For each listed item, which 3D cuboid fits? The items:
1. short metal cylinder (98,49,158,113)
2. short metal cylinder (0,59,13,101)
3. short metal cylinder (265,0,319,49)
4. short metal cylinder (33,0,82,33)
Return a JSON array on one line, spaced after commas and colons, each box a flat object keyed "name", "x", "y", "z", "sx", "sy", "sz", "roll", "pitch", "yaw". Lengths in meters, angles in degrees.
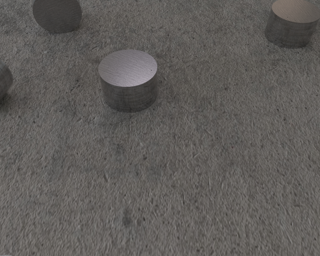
[{"name": "short metal cylinder", "x": -0.044, "y": -0.068, "z": 0.443, "sx": 0.080, "sy": 0.050, "sz": 0.080, "roll": 0, "pitch": 50, "yaw": 0}, {"name": "short metal cylinder", "x": -0.251, "y": -0.064, "z": 0.419, "sx": 0.080, "sy": 0.080, "sz": 0.050, "roll": 8, "pitch": 51, "yaw": 6}, {"name": "short metal cylinder", "x": 0.230, "y": -0.184, "z": 0.543, "sx": 0.080, "sy": 0.050, "sz": 0.080, "roll": 0, "pitch": 50, "yaw": 0}, {"name": "short metal cylinder", "x": -0.182, "y": -0.216, "z": 0.548, "sx": 0.081, "sy": 0.080, "sz": 0.050, "roll": -12, "pitch": 51, "yaw": -10}]
